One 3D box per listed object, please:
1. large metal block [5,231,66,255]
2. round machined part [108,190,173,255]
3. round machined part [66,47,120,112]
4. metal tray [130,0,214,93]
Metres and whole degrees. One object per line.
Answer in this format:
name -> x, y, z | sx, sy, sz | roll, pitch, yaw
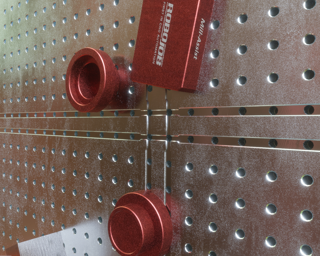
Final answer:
large metal block -> -0.217, 0.240, 0.553 | 0.050, 0.081, 0.080 | -31, 71, 36
round machined part -> -0.034, 0.138, 0.427 | 0.098, 0.042, 0.097 | 0, 90, 40
round machined part -> -0.101, -0.072, 0.482 | 0.098, 0.042, 0.097 | 0, 90, 40
metal tray -> 0.013, -0.116, 0.395 | 0.090, 0.030, 0.129 | 18, 101, 38
